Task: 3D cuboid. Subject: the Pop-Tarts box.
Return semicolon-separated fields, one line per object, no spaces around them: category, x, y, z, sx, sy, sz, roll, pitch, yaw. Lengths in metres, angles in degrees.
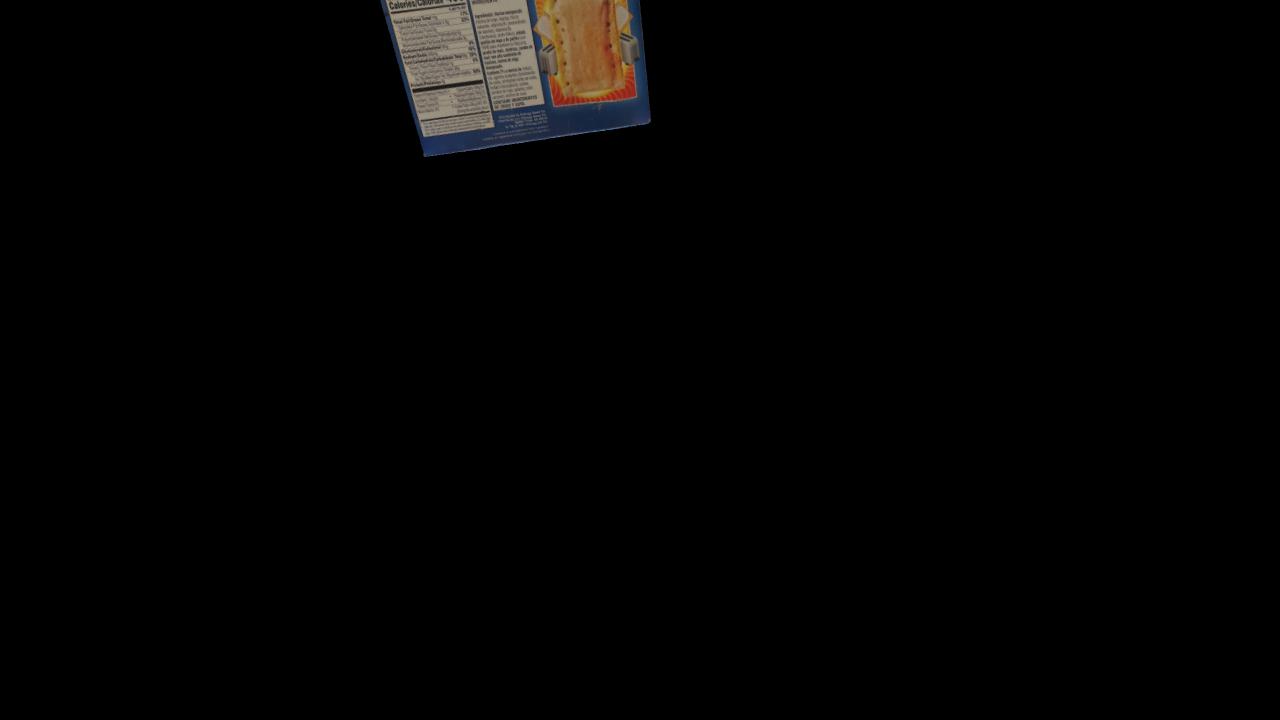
Pop-Tarts box;-0.085;-0.235;0.442;0.167;0.141;0.083;-11;30;-5
